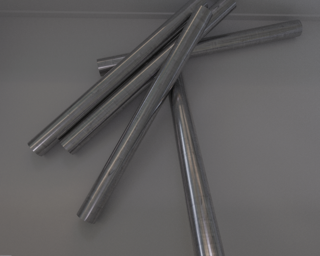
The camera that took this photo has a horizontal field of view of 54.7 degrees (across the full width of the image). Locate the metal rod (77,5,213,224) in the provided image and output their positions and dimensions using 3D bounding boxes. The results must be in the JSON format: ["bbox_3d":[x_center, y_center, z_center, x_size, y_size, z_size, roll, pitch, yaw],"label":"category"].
[{"bbox_3d":[-0.015,-0.022,0.387,0.025,0.025,0.299,28,84,10],"label":"metal rod"}]

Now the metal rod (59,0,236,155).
[{"bbox_3d":[-0.011,-0.076,0.417,0.300,0.025,0.025,-43,76,-7],"label":"metal rod"}]

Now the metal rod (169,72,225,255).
[{"bbox_3d":[0.031,0.024,0.336,0.025,0.025,0.300,-5,45,-2],"label":"metal rod"}]

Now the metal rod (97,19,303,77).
[{"bbox_3d":[0.060,-0.118,0.452,0.302,0.025,0.025,-12,71,-5],"label":"metal rod"}]

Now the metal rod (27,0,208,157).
[{"bbox_3d":[-0.052,-0.074,0.415,0.300,0.025,0.025,-43,76,-6],"label":"metal rod"}]
